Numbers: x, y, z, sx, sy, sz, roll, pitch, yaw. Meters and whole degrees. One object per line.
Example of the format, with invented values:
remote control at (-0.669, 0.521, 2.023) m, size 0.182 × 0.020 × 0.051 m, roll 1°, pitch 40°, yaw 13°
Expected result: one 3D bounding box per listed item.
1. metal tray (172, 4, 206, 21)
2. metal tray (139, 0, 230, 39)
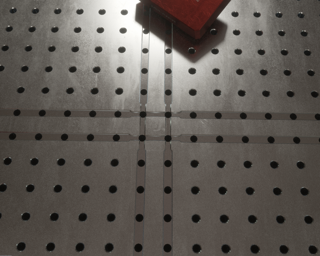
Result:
metal tray at (0.052, -0.230, 0.494) m, size 0.090 × 0.030 × 0.130 m, roll 39°, pitch 74°, yaw 12°
metal tray at (0.033, -0.206, 0.463) m, size 0.130 × 0.030 × 0.090 m, roll 38°, pitch 90°, yaw 12°
